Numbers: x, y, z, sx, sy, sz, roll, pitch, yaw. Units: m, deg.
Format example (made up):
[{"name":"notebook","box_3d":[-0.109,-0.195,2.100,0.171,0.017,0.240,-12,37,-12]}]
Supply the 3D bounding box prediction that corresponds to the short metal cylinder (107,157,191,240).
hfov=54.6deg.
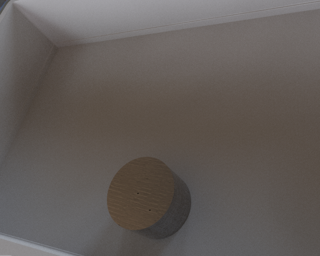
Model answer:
[{"name":"short metal cylinder","box_3d":[-0.011,0.079,0.348,0.080,0.050,0.080,-13,56,21]}]
